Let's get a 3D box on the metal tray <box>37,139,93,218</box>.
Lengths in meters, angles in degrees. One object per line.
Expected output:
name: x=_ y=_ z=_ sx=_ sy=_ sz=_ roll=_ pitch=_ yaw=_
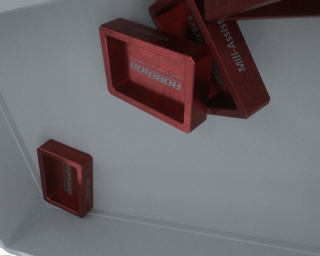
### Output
metal tray: x=-0.165 y=0.091 z=0.545 sx=0.090 sy=0.030 sz=0.129 roll=19 pitch=126 yaw=16

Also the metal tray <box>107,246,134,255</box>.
metal tray: x=-0.054 y=0.290 z=0.575 sx=0.130 sy=0.090 sz=0.030 roll=22 pitch=127 yaw=14

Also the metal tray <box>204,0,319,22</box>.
metal tray: x=0.107 y=-0.096 z=0.206 sx=0.090 sy=0.131 sz=0.030 roll=-156 pitch=59 yaw=-67

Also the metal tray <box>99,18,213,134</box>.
metal tray: x=-0.008 y=-0.060 z=0.340 sx=0.130 sy=0.030 sz=0.089 roll=28 pitch=138 yaw=31

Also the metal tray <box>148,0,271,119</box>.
metal tray: x=0.045 y=-0.074 z=0.303 sx=0.130 sy=0.030 sz=0.090 roll=60 pitch=165 yaw=-16
